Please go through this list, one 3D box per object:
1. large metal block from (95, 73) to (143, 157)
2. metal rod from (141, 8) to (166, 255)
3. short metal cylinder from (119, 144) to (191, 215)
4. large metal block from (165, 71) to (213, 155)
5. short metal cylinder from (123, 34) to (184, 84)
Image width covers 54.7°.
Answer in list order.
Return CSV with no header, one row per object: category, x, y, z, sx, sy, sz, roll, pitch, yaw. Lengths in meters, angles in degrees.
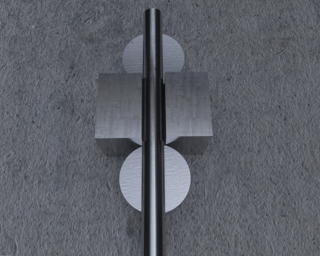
large metal block,-0.046,-0.013,0.384,0.050,0.080,0.080,-1,70,0
metal rod,-0.008,-0.010,0.359,0.025,0.025,0.299,-1,70,0
short metal cylinder,-0.006,0.065,0.373,0.081,0.050,0.080,0,69,0
large metal block,0.031,-0.015,0.386,0.050,0.080,0.080,-1,70,0
short metal cylinder,-0.008,-0.082,0.426,0.081,0.050,0.080,0,69,0
